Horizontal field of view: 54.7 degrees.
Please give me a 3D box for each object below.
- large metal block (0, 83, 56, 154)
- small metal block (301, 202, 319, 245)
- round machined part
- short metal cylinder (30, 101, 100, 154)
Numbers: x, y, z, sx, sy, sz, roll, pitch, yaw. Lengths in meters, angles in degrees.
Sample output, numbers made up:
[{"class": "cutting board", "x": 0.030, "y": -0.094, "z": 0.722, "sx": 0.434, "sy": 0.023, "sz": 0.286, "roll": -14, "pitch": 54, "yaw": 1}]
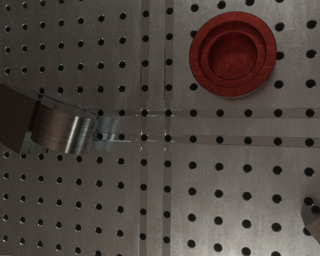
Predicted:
[{"class": "large metal block", "x": -0.204, "y": -0.014, "z": 0.464, "sx": 0.080, "sy": 0.050, "sz": 0.080, "roll": 23, "pitch": 98, "yaw": 26}, {"class": "small metal block", "x": 0.183, "y": 0.114, "z": 0.335, "sx": 0.025, "sy": 0.050, "sz": 0.050, "roll": -41, "pitch": 77, "yaw": 15}, {"class": "round machined part", "x": 0.088, "y": -0.084, "z": 0.372, "sx": 0.098, "sy": 0.042, "sz": 0.097, "roll": 0, "pitch": 90, "yaw": 19}, {"class": "short metal cylinder", "x": -0.130, "y": -0.001, "z": 0.428, "sx": 0.080, "sy": 0.080, "sz": 0.050, "roll": 21, "pitch": 97, "yaw": 18}]
